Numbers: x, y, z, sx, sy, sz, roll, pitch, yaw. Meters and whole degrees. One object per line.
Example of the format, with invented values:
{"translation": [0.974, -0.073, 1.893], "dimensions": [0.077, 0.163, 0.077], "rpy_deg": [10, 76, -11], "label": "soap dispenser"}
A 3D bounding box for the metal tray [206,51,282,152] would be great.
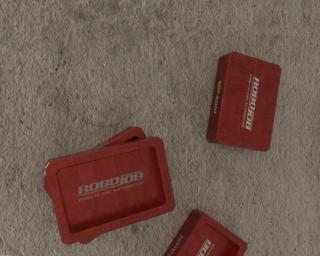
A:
{"translation": [0.123, -0.036, 0.452], "dimensions": [0.091, 0.030, 0.129], "rpy_deg": [11, 86, -20], "label": "metal tray"}

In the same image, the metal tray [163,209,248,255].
{"translation": [0.051, 0.190, 0.425], "dimensions": [0.090, 0.030, 0.130], "rpy_deg": [38, 78, -16], "label": "metal tray"}

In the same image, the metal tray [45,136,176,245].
{"translation": [-0.054, 0.066, 0.353], "dimensions": [0.131, 0.030, 0.089], "rpy_deg": [-13, 94, -20], "label": "metal tray"}

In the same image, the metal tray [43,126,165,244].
{"translation": [-0.062, 0.067, 0.383], "dimensions": [0.131, 0.030, 0.090], "rpy_deg": [-32, 101, -17], "label": "metal tray"}
